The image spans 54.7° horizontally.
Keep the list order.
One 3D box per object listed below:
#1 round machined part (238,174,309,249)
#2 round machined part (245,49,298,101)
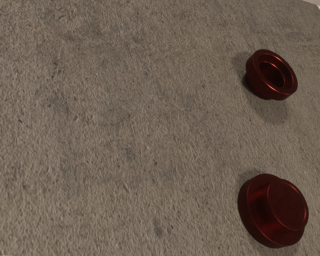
[{"bbox_3d":[0.158,0.107,0.415,0.099,0.042,0.098,14,56,-21],"label":"round machined part"},{"bbox_3d":[0.193,-0.090,0.555,0.099,0.042,0.098,14,56,-21],"label":"round machined part"}]
